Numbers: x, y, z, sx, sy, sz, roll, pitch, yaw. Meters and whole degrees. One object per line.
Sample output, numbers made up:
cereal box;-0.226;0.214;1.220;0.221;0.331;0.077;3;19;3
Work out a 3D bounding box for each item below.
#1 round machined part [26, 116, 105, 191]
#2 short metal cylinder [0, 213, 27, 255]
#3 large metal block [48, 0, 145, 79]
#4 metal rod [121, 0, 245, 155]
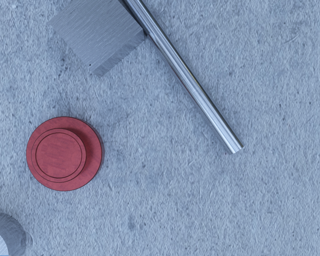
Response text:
round machined part;-0.124;0.033;0.400;0.099;0.042;0.097;0;90;-1
short metal cylinder;-0.221;0.154;0.395;0.081;0.050;0.079;0;90;-1
large metal block;-0.077;-0.123;0.396;0.080;0.050;0.080;-41;91;0
metal rod;0.016;-0.094;0.410;0.025;0.025;0.299;-35;90;0
